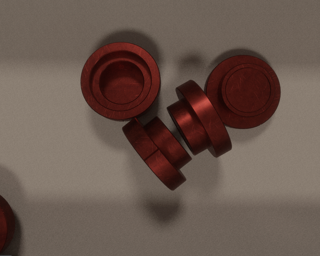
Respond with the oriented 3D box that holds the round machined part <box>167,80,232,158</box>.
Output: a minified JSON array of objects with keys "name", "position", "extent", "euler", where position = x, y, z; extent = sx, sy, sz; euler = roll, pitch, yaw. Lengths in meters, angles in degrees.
[{"name":"round machined part","position":[0.043,-0.006,0.376],"extent":[0.042,0.098,0.098],"euler":[-30,90,0]}]

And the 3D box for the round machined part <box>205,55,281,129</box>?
[{"name":"round machined part","position":[0.109,-0.047,0.404],"extent":[0.099,0.042,0.097],"euler":[0,90,-1]}]

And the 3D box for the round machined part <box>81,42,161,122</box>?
[{"name":"round machined part","position":[-0.048,-0.056,0.399],"extent":[0.099,0.042,0.097],"euler":[0,85,2]}]

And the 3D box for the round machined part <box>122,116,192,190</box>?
[{"name":"round machined part","position":[0.002,0.024,0.375],"extent":[0.042,0.098,0.098],"euler":[-39,91,0]}]

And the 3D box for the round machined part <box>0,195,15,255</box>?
[{"name":"round machined part","position":[-0.236,0.125,0.400],"extent":[0.099,0.042,0.097],"euler":[0,90,-1]}]
